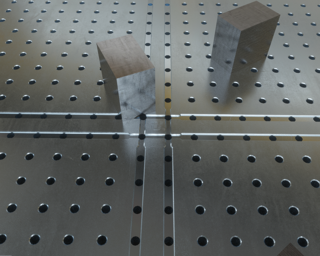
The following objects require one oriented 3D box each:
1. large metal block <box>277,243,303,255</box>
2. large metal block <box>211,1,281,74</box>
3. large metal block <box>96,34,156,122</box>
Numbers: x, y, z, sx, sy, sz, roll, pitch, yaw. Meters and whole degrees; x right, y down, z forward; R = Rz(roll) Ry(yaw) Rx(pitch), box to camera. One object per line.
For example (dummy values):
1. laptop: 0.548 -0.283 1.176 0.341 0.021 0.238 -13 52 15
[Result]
1. large metal block: 0.109 0.161 0.258 0.081 0.050 0.080 -31 57 -24
2. large metal block: 0.134 -0.144 0.495 0.081 0.080 0.050 -27 55 -21
3. large metal block: -0.046 -0.069 0.429 0.050 0.080 0.080 -20 53 -16
